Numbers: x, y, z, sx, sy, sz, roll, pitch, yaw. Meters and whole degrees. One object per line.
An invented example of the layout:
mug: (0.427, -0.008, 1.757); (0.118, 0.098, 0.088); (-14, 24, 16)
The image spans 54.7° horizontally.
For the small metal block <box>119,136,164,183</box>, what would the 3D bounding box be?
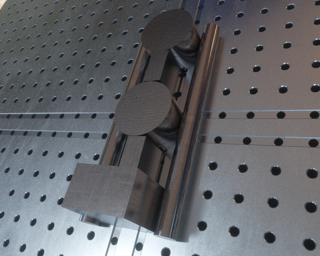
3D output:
small metal block: (-0.022, 0.043, 0.377); (0.025, 0.050, 0.050); (0, 62, 28)

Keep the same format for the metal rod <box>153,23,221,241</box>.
metal rod: (0.041, -0.014, 0.394); (0.025, 0.025, 0.300); (1, 62, 29)

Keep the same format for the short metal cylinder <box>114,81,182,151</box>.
short metal cylinder: (-0.012, -0.014, 0.407); (0.080, 0.050, 0.080); (-13, 56, 21)

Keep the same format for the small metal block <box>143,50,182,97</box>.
small metal block: (0.005, -0.072, 0.432); (0.025, 0.050, 0.050); (1, 62, 29)

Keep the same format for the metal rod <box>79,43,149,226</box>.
metal rod: (-0.052, -0.014, 0.443); (0.025, 0.025, 0.300); (1, 62, 29)

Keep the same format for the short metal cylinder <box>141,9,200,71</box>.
short metal cylinder: (0.019, -0.129, 0.461); (0.080, 0.050, 0.080); (-13, 56, 21)

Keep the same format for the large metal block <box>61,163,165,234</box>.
large metal block: (-0.046, 0.080, 0.348); (0.080, 0.080, 0.050); (1, 62, 28)
